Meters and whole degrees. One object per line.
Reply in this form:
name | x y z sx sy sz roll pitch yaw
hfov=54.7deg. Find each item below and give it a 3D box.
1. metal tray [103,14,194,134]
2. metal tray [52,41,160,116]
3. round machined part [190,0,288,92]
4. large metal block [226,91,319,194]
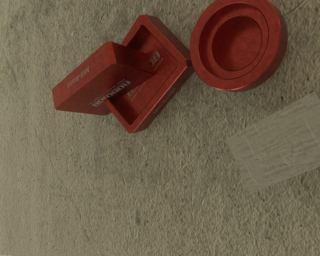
metal tray | -0.023 -0.067 0.403 0.090 0.030 0.129 50 122 15
metal tray | -0.072 -0.059 0.418 0.130 0.091 0.030 -28 69 36
round machined part | 0.084 -0.086 0.324 0.098 0.042 0.097 0 90 39
large metal block | 0.119 0.014 0.270 0.080 0.081 0.050 -34 70 35
